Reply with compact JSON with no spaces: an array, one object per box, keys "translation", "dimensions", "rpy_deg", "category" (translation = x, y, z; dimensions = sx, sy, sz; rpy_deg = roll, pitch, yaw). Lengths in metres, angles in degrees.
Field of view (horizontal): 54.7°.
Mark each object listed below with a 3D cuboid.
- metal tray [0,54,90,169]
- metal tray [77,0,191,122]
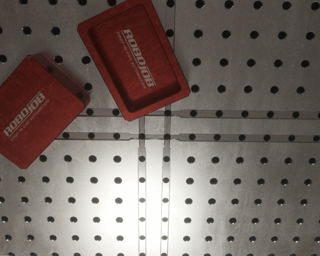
[{"translation":[-0.168,-0.019,0.401],"dimensions":[0.130,0.030,0.090],"rpy_deg":[-43,105,14],"category":"metal tray"},{"translation":[-0.029,-0.083,0.379],"dimensions":[0.090,0.030,0.129],"rpy_deg":[-24,109,8],"category":"metal tray"}]
